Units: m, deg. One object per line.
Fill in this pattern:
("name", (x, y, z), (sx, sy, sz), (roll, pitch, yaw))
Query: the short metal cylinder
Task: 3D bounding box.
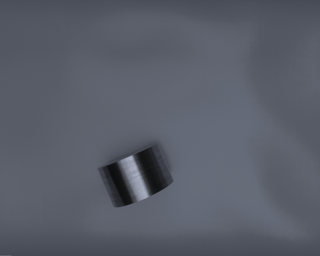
("short metal cylinder", (-0.030, 0.057, 0.384), (0.080, 0.080, 0.050), (-23, 90, 0))
